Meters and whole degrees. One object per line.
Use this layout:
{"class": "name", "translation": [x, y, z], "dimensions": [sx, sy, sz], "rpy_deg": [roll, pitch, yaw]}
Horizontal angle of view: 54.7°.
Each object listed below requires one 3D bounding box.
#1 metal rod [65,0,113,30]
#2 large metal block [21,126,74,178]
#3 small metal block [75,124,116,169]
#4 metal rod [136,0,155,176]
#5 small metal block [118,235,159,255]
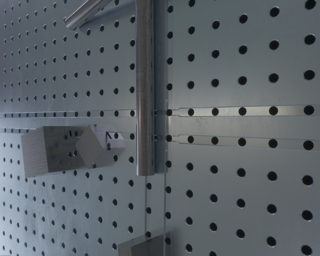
{"class": "metal rod", "translation": [-0.055, -0.200, 0.425], "dimensions": [0.299, 0.025, 0.025], "rpy_deg": [-11, 83, 48]}
{"class": "large metal block", "translation": [-0.206, 0.044, 0.563], "dimensions": [0.080, 0.050, 0.080], "rpy_deg": [-16, 80, 39]}
{"class": "small metal block", "translation": [-0.104, 0.029, 0.496], "dimensions": [0.050, 0.025, 0.050], "rpy_deg": [-51, 60, 28]}
{"class": "metal rod", "translation": [-0.020, -0.085, 0.426], "dimensions": [0.025, 0.025, 0.298], "rpy_deg": [-1, 90, 40]}
{"class": "small metal block", "translation": [-0.027, 0.176, 0.416], "dimensions": [0.025, 0.050, 0.050], "rpy_deg": [-10, 84, 40]}
